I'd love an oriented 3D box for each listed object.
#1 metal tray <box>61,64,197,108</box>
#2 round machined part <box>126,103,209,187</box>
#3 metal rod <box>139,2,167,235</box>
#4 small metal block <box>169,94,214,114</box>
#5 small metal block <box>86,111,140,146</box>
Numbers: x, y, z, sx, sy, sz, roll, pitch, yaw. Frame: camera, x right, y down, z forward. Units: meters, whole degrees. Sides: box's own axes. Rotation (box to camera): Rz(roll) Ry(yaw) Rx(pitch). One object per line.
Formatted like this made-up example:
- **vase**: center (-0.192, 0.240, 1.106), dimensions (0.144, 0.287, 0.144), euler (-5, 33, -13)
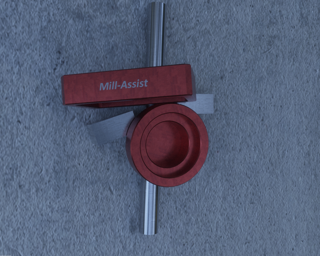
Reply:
- **metal tray**: center (-0.028, -0.042, 0.341), dimensions (0.131, 0.090, 0.030), euler (-4, 90, 9)
- **round machined part**: center (0.006, 0.019, 0.375), dimensions (0.099, 0.042, 0.097), euler (-2, 94, -22)
- **metal rod**: center (-0.009, -0.013, 0.408), dimensions (0.025, 0.025, 0.298), euler (2, 89, -20)
- **small metal block**: center (0.036, -0.030, 0.411), dimensions (0.050, 0.050, 0.025), euler (-2, 91, -20)
- **small metal block**: center (-0.059, 0.000, 0.376), dimensions (0.050, 0.050, 0.025), euler (-20, 97, -19)
